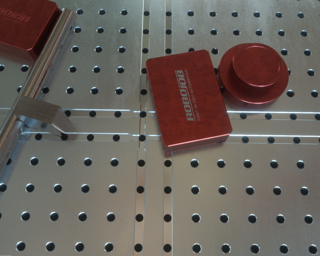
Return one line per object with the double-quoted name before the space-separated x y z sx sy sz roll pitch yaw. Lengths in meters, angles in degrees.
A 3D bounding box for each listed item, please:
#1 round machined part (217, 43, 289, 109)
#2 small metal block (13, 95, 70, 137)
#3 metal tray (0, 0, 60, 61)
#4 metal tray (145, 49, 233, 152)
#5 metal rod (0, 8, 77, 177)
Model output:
"round machined part" 0.131 -0.079 0.433 0.099 0.042 0.098 0 70 -1
"small metal block" -0.151 -0.014 0.401 0.050 0.050 0.025 16 71 4
"metal tray" -0.227 -0.161 0.465 0.131 0.030 0.090 18 71 6
"metal tray" 0.036 -0.039 0.424 0.091 0.030 0.129 -11 70 -5
"metal rod" -0.182 -0.039 0.423 0.025 0.025 0.299 16 71 5
